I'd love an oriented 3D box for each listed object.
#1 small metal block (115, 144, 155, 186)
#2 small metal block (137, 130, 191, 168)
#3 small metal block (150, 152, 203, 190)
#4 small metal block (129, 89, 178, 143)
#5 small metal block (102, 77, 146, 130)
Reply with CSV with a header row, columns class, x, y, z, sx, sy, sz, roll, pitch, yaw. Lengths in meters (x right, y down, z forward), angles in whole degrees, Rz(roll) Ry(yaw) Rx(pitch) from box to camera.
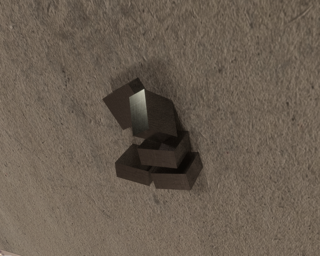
class,x,y,z,sx,sy,sz,roll,pitch,yaw
small metal block,-0.027,0.050,0.435,0.050,0.050,0.025,12,123,21
small metal block,0.007,0.025,0.402,0.050,0.050,0.025,3,120,26
small metal block,0.023,0.056,0.412,0.050,0.050,0.025,-4,117,29
small metal block,-0.008,-0.013,0.372,0.025,0.050,0.050,-24,63,36
small metal block,-0.039,-0.031,0.407,0.050,0.025,0.050,-23,107,36
